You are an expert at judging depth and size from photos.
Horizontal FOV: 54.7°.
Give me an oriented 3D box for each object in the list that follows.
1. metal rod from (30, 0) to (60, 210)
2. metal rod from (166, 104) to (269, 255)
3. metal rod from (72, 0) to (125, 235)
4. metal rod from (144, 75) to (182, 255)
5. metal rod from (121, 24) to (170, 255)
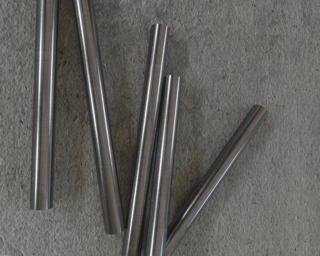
[{"bbox_3d":[-0.133,-0.057,0.359,0.025,0.025,0.298,2,89,-20],"label":"metal rod"},{"bbox_3d":[0.061,0.088,0.431,0.025,0.025,0.300,41,77,-16],"label":"metal rod"},{"bbox_3d":[-0.076,-0.019,0.380,0.025,0.025,0.298,-9,93,-20],"label":"metal rod"},{"bbox_3d":[0.002,0.080,0.393,0.025,0.025,0.299,9,81,-20],"label":"metal rod"},{"bbox_3d":[-0.018,0.015,0.402,0.025,0.025,0.298,8,87,-20],"label":"metal rod"}]
